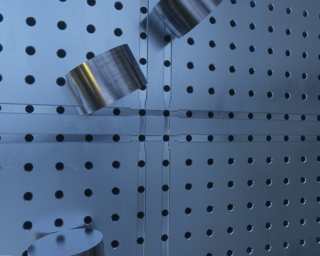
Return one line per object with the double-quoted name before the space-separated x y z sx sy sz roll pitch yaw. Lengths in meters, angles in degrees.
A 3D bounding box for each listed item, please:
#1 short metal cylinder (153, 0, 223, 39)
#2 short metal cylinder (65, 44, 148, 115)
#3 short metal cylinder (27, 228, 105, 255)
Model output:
"short metal cylinder" 0.037 -0.161 0.398 0.050 0.080 0.080 46 76 -15
"short metal cylinder" -0.061 -0.057 0.361 0.080 0.080 0.050 -31 101 -18
"short metal cylinder" -0.102 0.152 0.346 0.081 0.080 0.050 -6 92 -20
